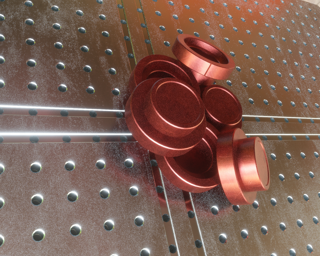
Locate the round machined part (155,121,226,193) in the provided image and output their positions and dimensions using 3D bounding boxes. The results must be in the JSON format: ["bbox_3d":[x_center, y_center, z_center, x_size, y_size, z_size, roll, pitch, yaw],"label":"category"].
[{"bbox_3d":[0.037,0.036,0.395,0.099,0.042,0.098,13,56,-21],"label":"round machined part"}]

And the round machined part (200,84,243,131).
[{"bbox_3d":[0.081,-0.024,0.455,0.099,0.042,0.098,13,56,-21],"label":"round machined part"}]

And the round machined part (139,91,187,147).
[{"bbox_3d":[0.007,-0.012,0.407,0.099,0.042,0.098,13,56,-21],"label":"round machined part"}]

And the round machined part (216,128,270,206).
[{"bbox_3d":[0.110,0.047,0.395,0.098,0.042,0.098,32,52,-52],"label":"round machined part"}]

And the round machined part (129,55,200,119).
[{"bbox_3d":[0.003,-0.050,0.429,0.099,0.042,0.098,13,56,-21],"label":"round machined part"}]

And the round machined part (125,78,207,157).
[{"bbox_3d":[0.013,-0.019,0.361,0.099,0.042,0.098,13,56,-21],"label":"round machined part"}]

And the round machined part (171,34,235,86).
[{"bbox_3d":[0.062,-0.101,0.477,0.099,0.042,0.098,20,32,-13],"label":"round machined part"}]
